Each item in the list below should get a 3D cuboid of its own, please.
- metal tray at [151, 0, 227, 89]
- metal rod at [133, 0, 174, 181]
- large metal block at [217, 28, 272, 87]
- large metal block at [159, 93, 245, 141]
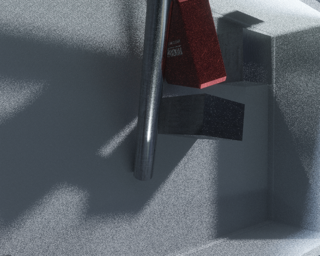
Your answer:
[{"bbox_3d":[0.027,-0.096,0.363,0.030,0.130,0.089,-20,104,-10],"label":"metal tray"},{"bbox_3d":[-0.006,-0.070,0.321,0.025,0.025,0.298,-19,128,-39],"label":"metal rod"},{"bbox_3d":[0.140,-0.112,0.510,0.081,0.050,0.079,-2,92,-40],"label":"large metal block"},{"bbox_3d":[0.056,-0.012,0.420,0.081,0.080,0.050,8,85,-40],"label":"large metal block"}]
